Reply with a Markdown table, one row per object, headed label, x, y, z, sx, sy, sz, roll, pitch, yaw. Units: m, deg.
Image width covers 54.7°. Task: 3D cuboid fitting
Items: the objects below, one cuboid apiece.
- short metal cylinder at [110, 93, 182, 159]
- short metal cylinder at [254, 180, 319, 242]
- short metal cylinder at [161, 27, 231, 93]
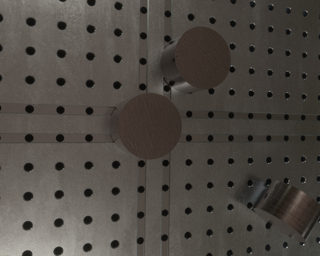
| label | x | y | z | sx | sy | sz | roll | pitch | yaw |
| --- | --- | --- | --- | --- | --- | --- | --- | --- | --- |
| short metal cylinder | -0.019 | -0.002 | 0.393 | 0.081 | 0.050 | 0.079 | 0 | 90 | -20 |
| short metal cylinder | 0.187 | 0.122 | 0.455 | 0.080 | 0.080 | 0.050 | 42 | 77 | -16 |
| short metal cylinder | 0.047 | -0.089 | 0.418 | 0.081 | 0.050 | 0.079 | 0 | 90 | -21 |
